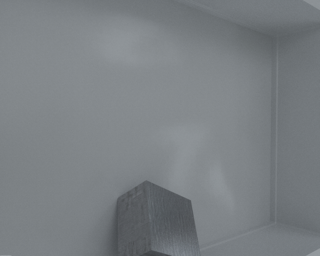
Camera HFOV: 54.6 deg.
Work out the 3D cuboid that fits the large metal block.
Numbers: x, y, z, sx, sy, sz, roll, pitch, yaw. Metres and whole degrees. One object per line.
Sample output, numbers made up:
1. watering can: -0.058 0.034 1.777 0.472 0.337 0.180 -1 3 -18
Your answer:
1. large metal block: -0.002 0.119 0.364 0.080 0.050 0.080 32 36 -35
